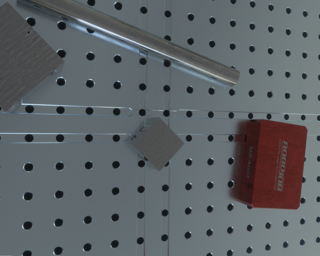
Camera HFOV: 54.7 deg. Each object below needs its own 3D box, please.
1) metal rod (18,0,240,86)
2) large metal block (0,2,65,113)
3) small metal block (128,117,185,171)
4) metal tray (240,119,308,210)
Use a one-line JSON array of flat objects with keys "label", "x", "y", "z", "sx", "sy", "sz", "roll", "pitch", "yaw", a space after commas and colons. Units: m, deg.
[{"label": "metal rod", "x": -0.026, "y": -0.116, "z": 0.403, "sx": 0.302, "sy": 0.025, "sz": 0.025, "roll": 18, "pitch": 84, "yaw": -20}, {"label": "large metal block", "x": -0.165, "y": -0.073, "z": 0.338, "sx": 0.080, "sy": 0.050, "sz": 0.080, "roll": -46, "pitch": 105, "yaw": -14}, {"label": "small metal block", "x": -0.005, "y": 0.021, "z": 0.412, "sx": 0.050, "sy": 0.025, "sz": 0.050, "roll": 46, "pitch": 75, "yaw": -15}, {"label": "metal tray", "x": 0.176, "y": 0.056, "z": 0.477, "sx": 0.091, "sy": 0.030, "sz": 0.129, "roll": 8, "pitch": 87, "yaw": -20}]
